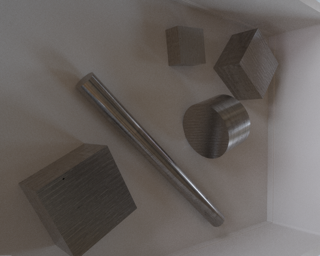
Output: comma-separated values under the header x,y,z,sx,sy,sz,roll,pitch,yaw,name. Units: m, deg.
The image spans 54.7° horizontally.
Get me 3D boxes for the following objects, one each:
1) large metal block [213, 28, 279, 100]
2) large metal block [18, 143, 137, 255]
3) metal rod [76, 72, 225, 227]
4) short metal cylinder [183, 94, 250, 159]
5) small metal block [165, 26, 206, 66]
x,y,z,sx,sy,sz,roll,pitch,yaw,name
0.145,-0.103,0.514,0.080,0.050,0.080,46,63,-31,large metal block
-0.083,0.071,0.323,0.081,0.050,0.080,-35,112,-35,large metal block
0.004,0.046,0.411,0.300,0.025,0.025,49,61,-29,metal rod
0.079,-0.003,0.440,0.050,0.080,0.080,-24,105,-38,short metal cylinder
0.037,-0.115,0.440,0.050,0.025,0.050,-9,96,-40,small metal block
